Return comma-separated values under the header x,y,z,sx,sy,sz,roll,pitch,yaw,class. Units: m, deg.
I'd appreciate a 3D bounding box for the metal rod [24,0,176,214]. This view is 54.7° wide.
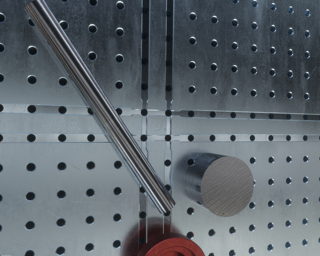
x,y,z,sx,sy,sz,roll,pitch,yaw,class
-0.068,-0.018,0.387,0.025,0.025,0.299,-35,102,-17,metal rod

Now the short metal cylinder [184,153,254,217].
x,y,z,sx,sy,sz,roll,pitch,yaw,class
0.081,0.077,0.429,0.081,0.050,0.079,0,90,-20,short metal cylinder

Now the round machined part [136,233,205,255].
x,y,z,sx,sy,sz,roll,pitch,yaw,class
0.010,0.186,0.408,0.099,0.042,0.097,0,90,-20,round machined part
